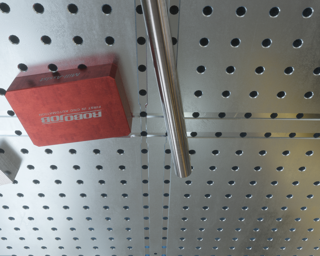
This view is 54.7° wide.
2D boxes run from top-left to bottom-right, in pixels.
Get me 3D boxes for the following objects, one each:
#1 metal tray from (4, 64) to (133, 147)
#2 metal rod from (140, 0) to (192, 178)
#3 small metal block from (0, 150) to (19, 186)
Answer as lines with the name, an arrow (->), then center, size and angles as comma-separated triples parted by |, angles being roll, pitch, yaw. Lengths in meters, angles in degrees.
metal tray -> -0.108, -0.025, 0.386 | 0.131, 0.030, 0.090 | -7, 130, 6
metal rod -> 0.011, -0.046, 0.371 | 0.025, 0.025, 0.298 | -7, 130, 6
small metal block -> -0.251, 0.062, 0.462 | 0.050, 0.025, 0.050 | -14, 129, 11
